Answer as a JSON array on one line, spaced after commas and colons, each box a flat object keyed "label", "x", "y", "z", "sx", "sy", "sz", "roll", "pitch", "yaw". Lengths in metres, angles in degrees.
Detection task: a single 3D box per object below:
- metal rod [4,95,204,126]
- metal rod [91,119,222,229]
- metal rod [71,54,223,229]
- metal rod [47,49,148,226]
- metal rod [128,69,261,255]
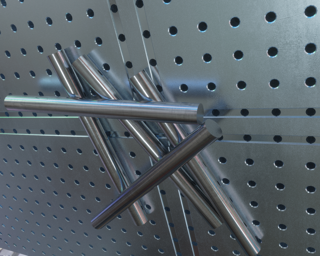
[{"label": "metal rod", "x": -0.091, "y": -0.027, "z": 0.408, "sx": 0.301, "sy": 0.025, "sz": 0.025, "roll": 5, "pitch": 121, "yaw": 25}, {"label": "metal rod", "x": -0.023, "y": 0.081, "z": 0.439, "sx": 0.025, "sy": 0.025, "sz": 0.299, "roll": 44, "pitch": 129, "yaw": -3}, {"label": "metal rod", "x": -0.012, "y": 0.023, "z": 0.430, "sx": 0.025, "sy": 0.025, "sz": 0.300, "roll": -34, "pitch": 100, "yaw": 38}, {"label": "metal rod", "x": -0.087, "y": 0.027, "z": 0.471, "sx": 0.025, "sy": 0.025, "sz": 0.299, "roll": -10, "pitch": 114, "yaw": 32}, {"label": "metal rod", "x": 0.052, "y": 0.054, "z": 0.416, "sx": 0.025, "sy": 0.025, "sz": 0.299, "roll": -25, "pitch": 105, "yaw": 36}]
